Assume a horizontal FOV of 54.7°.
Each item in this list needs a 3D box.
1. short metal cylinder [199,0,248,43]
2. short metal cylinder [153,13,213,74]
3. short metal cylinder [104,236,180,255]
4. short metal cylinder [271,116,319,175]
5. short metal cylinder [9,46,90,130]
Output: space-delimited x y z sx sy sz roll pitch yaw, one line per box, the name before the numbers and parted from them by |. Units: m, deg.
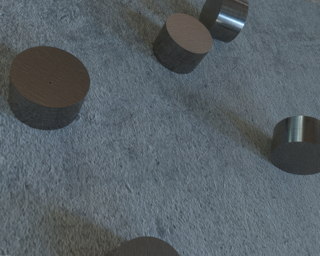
short metal cylinder | 0.110 -0.198 0.548 0.050 0.080 0.080 14 56 -21
short metal cylinder | 0.035 -0.132 0.487 0.081 0.050 0.080 14 56 -21
short metal cylinder | -0.020 0.147 0.287 0.081 0.050 0.080 14 56 -21
short metal cylinder | 0.211 0.027 0.465 0.080 0.080 0.050 30 52 -10
short metal cylinder | -0.125 -0.044 0.347 0.081 0.050 0.080 14 56 -21
